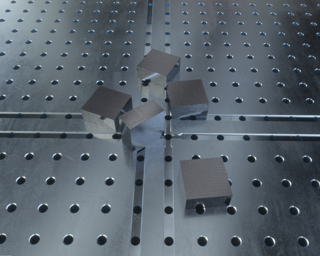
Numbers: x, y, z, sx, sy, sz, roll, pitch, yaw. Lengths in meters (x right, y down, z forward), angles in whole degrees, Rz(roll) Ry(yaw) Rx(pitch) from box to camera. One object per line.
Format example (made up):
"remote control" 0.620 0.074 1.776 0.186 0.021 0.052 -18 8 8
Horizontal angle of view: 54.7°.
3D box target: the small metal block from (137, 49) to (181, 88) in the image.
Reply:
"small metal block" -0.001 -0.094 0.487 0.050 0.025 0.050 22 53 17

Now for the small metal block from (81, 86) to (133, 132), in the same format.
"small metal block" -0.072 -0.027 0.430 0.050 0.025 0.050 18 52 14

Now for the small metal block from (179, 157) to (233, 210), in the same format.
"small metal block" 0.051 0.063 0.355 0.050 0.025 0.050 -4 50 -4

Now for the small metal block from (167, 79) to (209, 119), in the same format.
"small metal block" 0.039 -0.042 0.443 0.050 0.025 0.050 -6 50 -6

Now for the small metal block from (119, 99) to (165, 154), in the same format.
"small metal block" -0.022 -0.002 0.393 0.050 0.050 0.025 -30 56 -23
